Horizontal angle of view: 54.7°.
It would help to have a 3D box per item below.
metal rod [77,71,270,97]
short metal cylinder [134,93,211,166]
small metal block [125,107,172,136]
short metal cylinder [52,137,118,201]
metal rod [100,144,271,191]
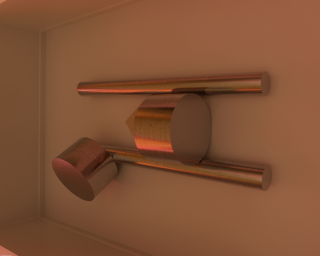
[{"bbox_3d":[-0.009,-0.054,0.409,0.300,0.025,0.025,5,93,39],"label":"metal rod"},{"bbox_3d":[0.016,0.001,0.354,0.050,0.081,0.079,2,92,40],"label":"short metal cylinder"},{"bbox_3d":[-0.013,-0.004,0.413,0.050,0.025,0.050,-45,63,30],"label":"small metal block"},{"bbox_3d":[-0.110,0.060,0.454,0.080,0.050,0.079,24,137,24],"label":"short metal cylinder"},{"bbox_3d":[-0.008,0.043,0.409,0.300,0.025,0.025,4,93,39],"label":"metal rod"}]
